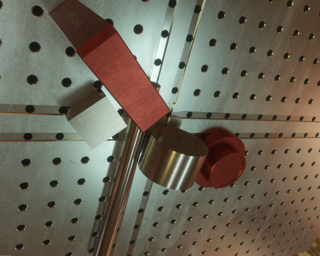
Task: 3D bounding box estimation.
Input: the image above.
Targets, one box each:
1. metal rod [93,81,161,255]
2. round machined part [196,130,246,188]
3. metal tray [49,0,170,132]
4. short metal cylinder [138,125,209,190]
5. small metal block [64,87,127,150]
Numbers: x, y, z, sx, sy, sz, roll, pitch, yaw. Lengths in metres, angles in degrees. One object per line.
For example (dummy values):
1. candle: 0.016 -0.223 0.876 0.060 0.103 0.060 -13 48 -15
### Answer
1. metal rod: -0.053 0.077 0.431 0.025 0.025 0.298 3 117 -31
2. round machined part: 0.096 0.056 0.490 0.099 0.042 0.097 -14 124 -21
3. metal tray: -0.049 -0.061 0.280 0.030 0.130 0.090 -39 130 -2
4. short metal cylinder: 0.017 0.037 0.410 0.081 0.080 0.050 7 115 -32
5. small metal block: -0.075 -0.011 0.365 0.050 0.025 0.050 -35 129 -6
